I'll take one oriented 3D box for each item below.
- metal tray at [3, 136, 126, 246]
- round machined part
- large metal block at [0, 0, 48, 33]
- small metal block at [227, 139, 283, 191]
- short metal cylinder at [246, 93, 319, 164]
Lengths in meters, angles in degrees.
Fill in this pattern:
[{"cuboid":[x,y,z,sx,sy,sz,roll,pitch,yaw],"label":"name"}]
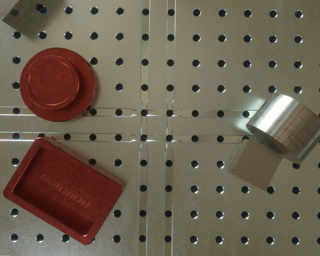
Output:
[{"cuboid":[-0.124,0.081,0.409,0.130,0.030,0.090,31,90,0],"label":"metal tray"},{"cuboid":[-0.134,-0.057,0.404,0.099,0.042,0.097,0,90,0],"label":"round machined part"},{"cuboid":[-0.196,-0.186,0.399,0.080,0.050,0.080,40,90,0],"label":"large metal block"},{"cuboid":[0.126,0.049,0.414,0.050,0.025,0.050,27,90,0],"label":"small metal block"},{"cuboid":[0.156,0.001,0.387,0.080,0.080,0.050,39,90,0],"label":"short metal cylinder"}]
